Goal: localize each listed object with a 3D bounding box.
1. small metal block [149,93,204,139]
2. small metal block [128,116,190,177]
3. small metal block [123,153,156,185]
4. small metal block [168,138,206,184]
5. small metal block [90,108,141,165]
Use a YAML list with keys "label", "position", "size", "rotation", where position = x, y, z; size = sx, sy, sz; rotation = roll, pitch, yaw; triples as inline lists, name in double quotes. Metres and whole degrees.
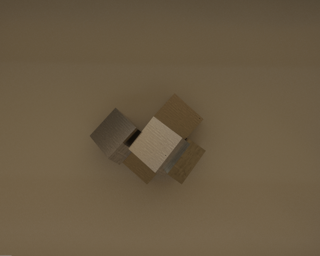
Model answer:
- label: "small metal block"
  position: [0.021, -0.010, 0.410]
  size: [0.050, 0.025, 0.050]
  rotation: [42, 90, -1]
- label: "small metal block"
  position: [-0.001, 0.022, 0.373]
  size: [0.050, 0.025, 0.050]
  rotation: [38, 90, 33]
- label: "small metal block"
  position: [-0.018, 0.037, 0.409]
  size: [0.050, 0.025, 0.050]
  rotation: [42, 90, -1]
- label: "small metal block"
  position: [0.030, 0.040, 0.398]
  size: [0.025, 0.050, 0.050]
  rotation: [35, 90, -1]
- label: "small metal block"
  position: [-0.054, 0.010, 0.397]
  size: [0.050, 0.025, 0.050]
  rotation: [-48, 52, 0]
